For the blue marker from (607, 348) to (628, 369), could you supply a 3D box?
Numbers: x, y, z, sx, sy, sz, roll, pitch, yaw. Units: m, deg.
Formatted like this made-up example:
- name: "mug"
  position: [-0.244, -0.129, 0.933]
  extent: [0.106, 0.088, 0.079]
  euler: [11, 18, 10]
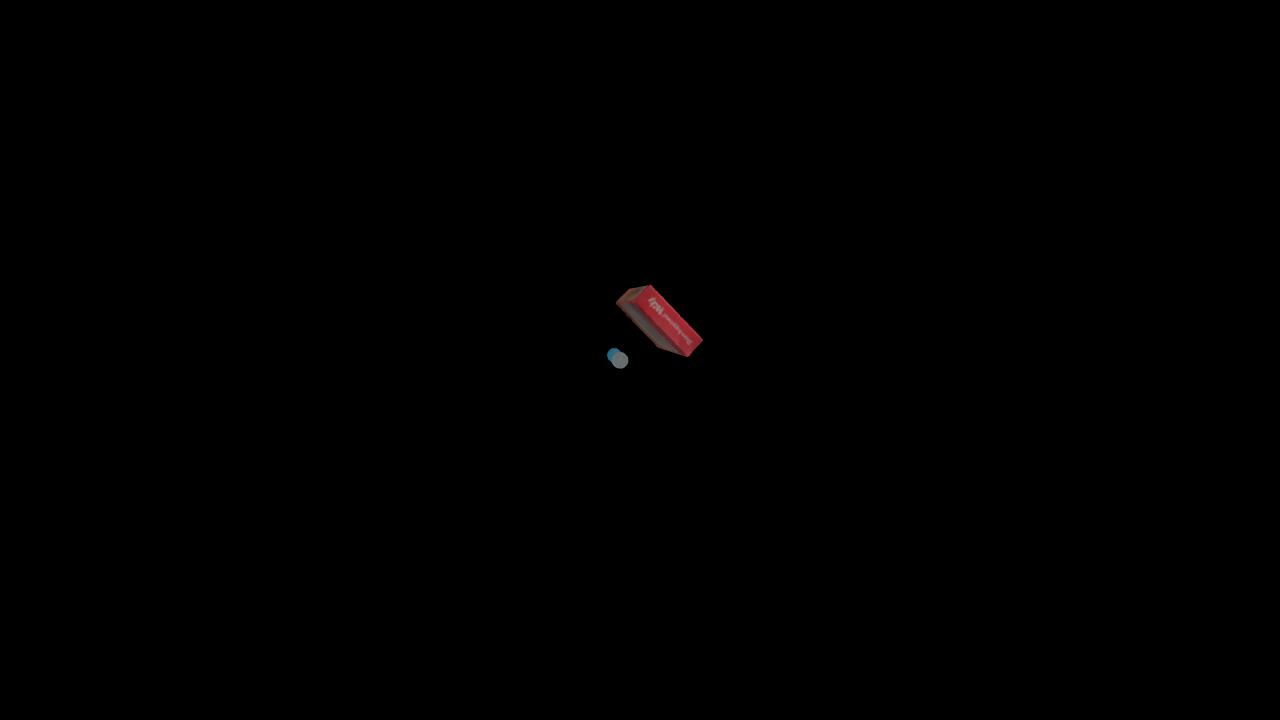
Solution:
- name: "blue marker"
  position: [-0.028, -0.003, 0.757]
  extent: [0.020, 0.020, 0.121]
  euler: [0, 3, -6]

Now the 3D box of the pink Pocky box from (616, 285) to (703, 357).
- name: "pink Pocky box"
  position: [0.018, -0.046, 0.711]
  extent: [0.084, 0.029, 0.155]
  euler: [45, -3, -10]
